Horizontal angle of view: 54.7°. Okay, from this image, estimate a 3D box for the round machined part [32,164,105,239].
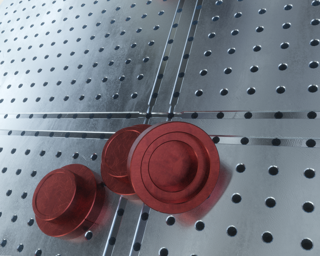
[{"bbox_3d":[-0.125,0.091,0.405,0.098,0.042,0.098,-13,56,20],"label":"round machined part"}]

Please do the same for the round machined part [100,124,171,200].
[{"bbox_3d":[-0.034,0.037,0.391,0.098,0.042,0.098,-13,56,20],"label":"round machined part"}]

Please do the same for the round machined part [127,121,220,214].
[{"bbox_3d":[0.012,0.041,0.342,0.098,0.098,0.042,-51,14,-8],"label":"round machined part"}]
